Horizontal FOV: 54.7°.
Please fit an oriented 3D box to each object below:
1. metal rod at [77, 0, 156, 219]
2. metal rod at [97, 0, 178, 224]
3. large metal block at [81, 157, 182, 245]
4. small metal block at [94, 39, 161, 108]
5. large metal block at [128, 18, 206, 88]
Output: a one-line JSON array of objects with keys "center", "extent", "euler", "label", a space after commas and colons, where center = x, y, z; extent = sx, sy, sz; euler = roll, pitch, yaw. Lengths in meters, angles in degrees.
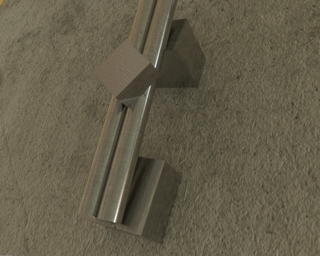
[{"center": [-0.040, -0.049, 0.362], "extent": [0.025, 0.025, 0.299], "euler": [3, 70, 29], "label": "metal rod"}, {"center": [-0.017, -0.047, 0.350], "extent": [0.025, 0.025, 0.299], "euler": [3, 70, 29], "label": "metal rod"}, {"center": [-0.031, 0.078, 0.356], "extent": [0.080, 0.050, 0.080], "euler": [5, 64, 30], "label": "large metal block"}, {"center": [-0.036, -0.059, 0.335], "extent": [0.050, 0.025, 0.050], "euler": [-45, 56, 4], "label": "small metal block"}, {"center": [0.008, -0.098, 0.426], "extent": [0.080, 0.080, 0.050], "euler": [3, 64, 30], "label": "large metal block"}]
